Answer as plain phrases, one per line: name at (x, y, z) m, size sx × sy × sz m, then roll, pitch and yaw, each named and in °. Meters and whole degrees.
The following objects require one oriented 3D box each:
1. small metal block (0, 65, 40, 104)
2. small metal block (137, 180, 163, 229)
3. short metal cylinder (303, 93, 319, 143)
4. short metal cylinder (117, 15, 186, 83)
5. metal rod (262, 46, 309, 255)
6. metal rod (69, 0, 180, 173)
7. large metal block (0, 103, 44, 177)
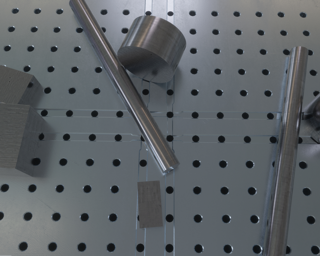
small metal block at (-0.205, -0.053, 0.430) m, size 0.050 × 0.025 × 0.050 m, roll 18°, pitch 71°, yaw 6°
small metal block at (-0.011, 0.092, 0.365) m, size 0.025 × 0.050 × 0.050 m, roll -4°, pitch 70°, yaw -1°
short metal cylinder at (0.240, -0.018, 0.406) m, size 0.081 × 0.050 × 0.080 m, roll 0°, pitch 70°, yaw 0°
short metal cylinder at (-0.011, -0.105, 0.421) m, size 0.080 × 0.080 × 0.050 m, roll 20°, pitch 71°, yaw 7°
metal rod at (0.166, 0.024, 0.403) m, size 0.025 × 0.025 × 0.299 m, roll 14°, pitch 70°, yaw 5°
metal rod at (-0.057, -0.072, 0.437) m, size 0.025 × 0.025 × 0.299 m, roll -27°, pitch 72°, yaw -9°
large metal block at (-0.203, 0.015, 0.392) m, size 0.080 × 0.050 × 0.080 m, roll 4°, pitch 70°, yaw 1°
